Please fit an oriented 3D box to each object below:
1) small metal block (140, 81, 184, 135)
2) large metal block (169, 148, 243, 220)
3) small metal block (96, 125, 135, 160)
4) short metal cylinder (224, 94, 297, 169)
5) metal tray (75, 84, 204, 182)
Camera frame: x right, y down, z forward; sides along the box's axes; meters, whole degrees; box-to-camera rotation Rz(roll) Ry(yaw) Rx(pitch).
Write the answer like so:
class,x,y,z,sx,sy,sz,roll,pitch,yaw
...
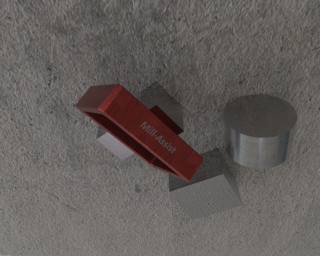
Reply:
class,x,y,z,sx,sy,sz,roll,pitch,yaw
small metal block,0.002,-0.021,0.373,0.025,0.050,0.050,-33,123,24
large metal block,0.067,0.086,0.465,0.080,0.050,0.080,-22,127,17
small metal block,-0.048,0.010,0.415,0.050,0.025,0.050,-30,124,23
short metal cylinder,0.119,0.003,0.375,0.080,0.080,0.050,-6,130,5
metal tray,-0.023,0.005,0.344,0.130,0.090,0.030,41,75,-26
